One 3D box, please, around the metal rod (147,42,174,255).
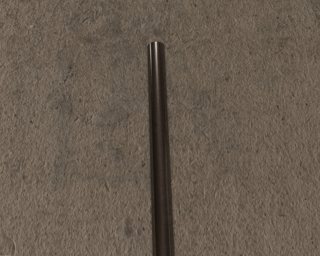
[{"bbox_3d":[-0.001,0.022,0.400,0.025,0.025,0.299,-2,70,-1],"label":"metal rod"}]
